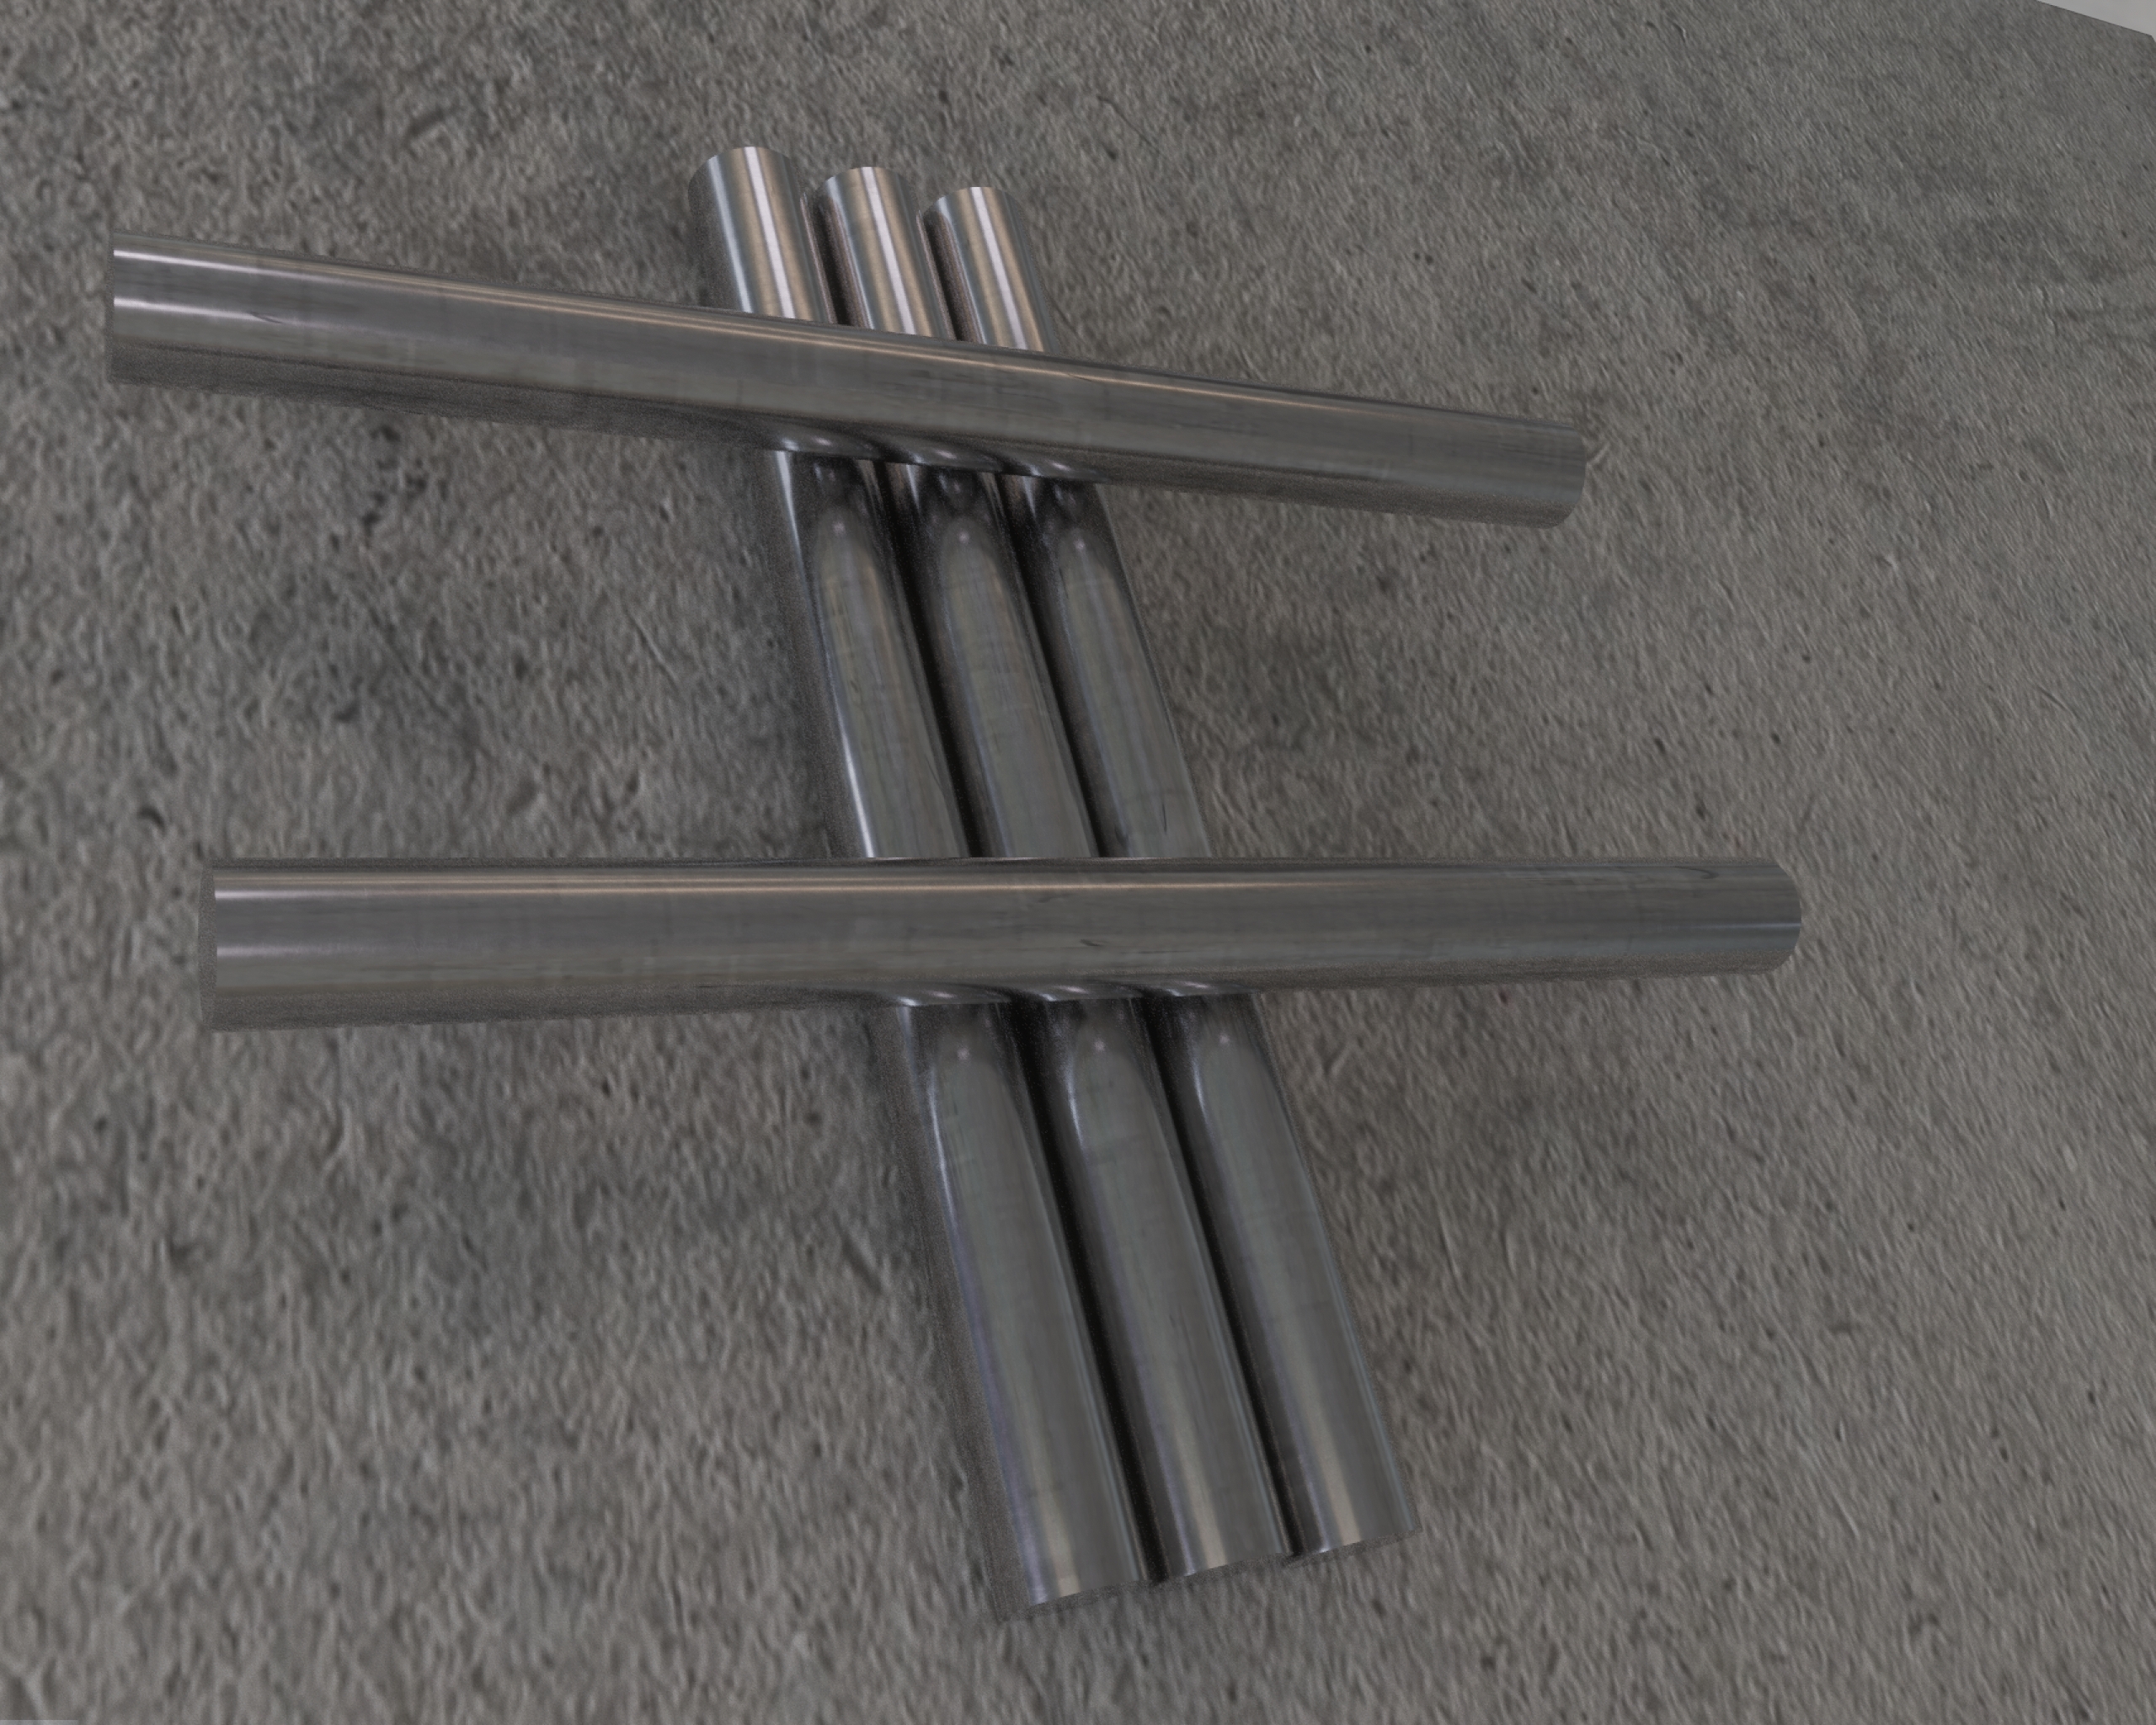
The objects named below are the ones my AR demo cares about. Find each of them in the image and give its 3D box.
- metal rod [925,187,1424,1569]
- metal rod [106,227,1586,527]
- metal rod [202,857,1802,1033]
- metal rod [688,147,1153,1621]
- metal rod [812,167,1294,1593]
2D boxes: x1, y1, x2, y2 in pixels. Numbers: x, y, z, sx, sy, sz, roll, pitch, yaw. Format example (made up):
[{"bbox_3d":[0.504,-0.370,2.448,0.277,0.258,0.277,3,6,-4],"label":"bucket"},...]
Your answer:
[{"bbox_3d":[0.011,-0.014,0.418,0.025,0.025,0.299,-1,62,-29],"label":"metal rod"},{"bbox_3d":[-0.024,-0.090,0.411,0.303,0.025,0.025,0,62,-28],"label":"metal rod"},{"bbox_3d":[0.010,0.011,0.368,0.303,0.025,0.025,0,62,-28],"label":"metal rod"},{"bbox_3d":[-0.036,-0.014,0.392,0.025,0.025,0.299,-1,62,-29],"label":"metal rod"},{"bbox_3d":[-0.012,-0.015,0.405,0.025,0.025,0.299,-1,62,-29],"label":"metal rod"}]
